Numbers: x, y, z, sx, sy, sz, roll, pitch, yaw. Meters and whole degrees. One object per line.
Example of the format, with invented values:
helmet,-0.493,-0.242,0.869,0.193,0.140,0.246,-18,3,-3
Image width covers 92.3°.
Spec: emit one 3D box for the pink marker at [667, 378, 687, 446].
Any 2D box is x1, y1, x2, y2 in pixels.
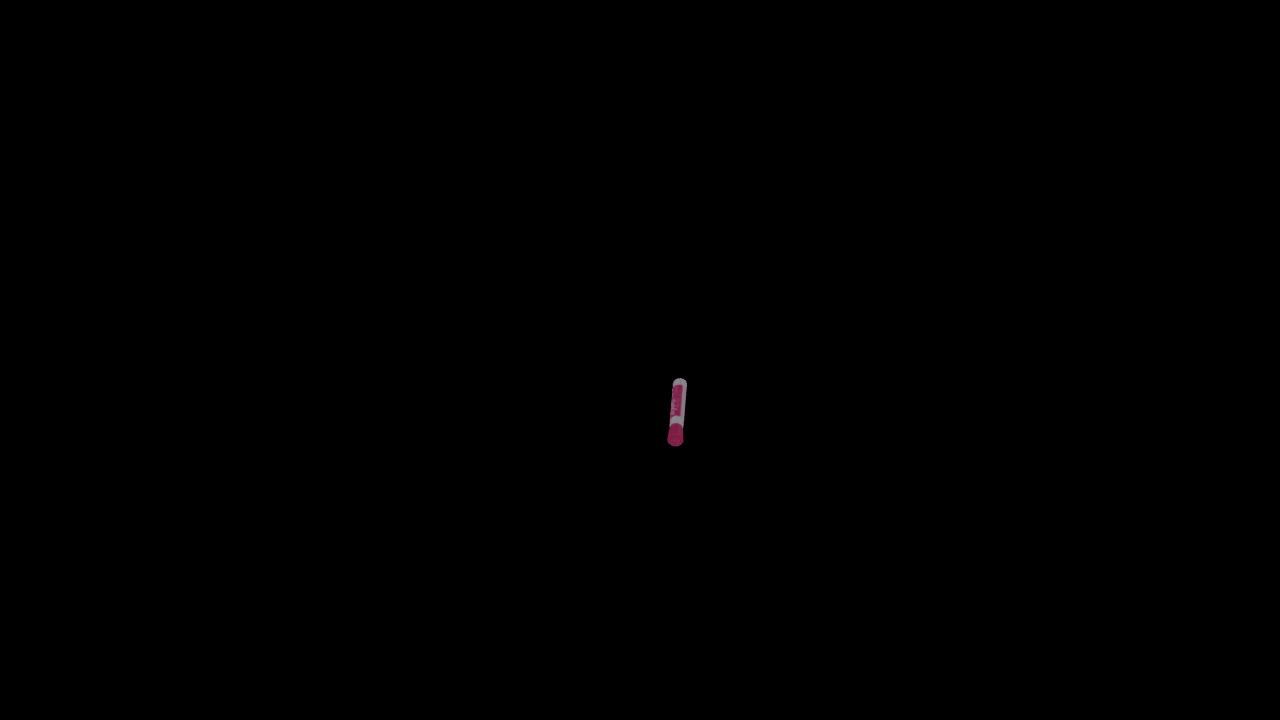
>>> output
pink marker,0.047,0.064,0.761,0.020,0.020,0.121,0,33,7
